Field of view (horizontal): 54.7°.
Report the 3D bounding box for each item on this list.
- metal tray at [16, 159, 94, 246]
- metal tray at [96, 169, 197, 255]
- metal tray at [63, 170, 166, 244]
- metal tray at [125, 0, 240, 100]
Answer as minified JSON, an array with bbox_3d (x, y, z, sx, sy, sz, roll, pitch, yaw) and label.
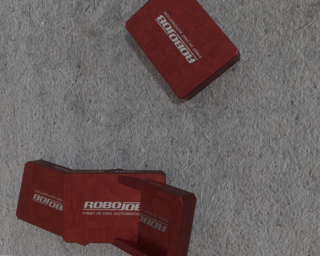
[{"bbox_3d":[-0.145,0.107,0.458,0.130,0.030,0.089,14,95,19],"label":"metal tray"},{"bbox_3d":[-0.023,0.109,0.385,0.130,0.030,0.089,12,95,37],"label":"metal tray"},{"bbox_3d":[-0.058,0.102,0.406,0.131,0.030,0.089,0,90,2],"label":"metal tray"},{"bbox_3d":[0.027,-0.112,0.397,0.090,0.030,0.130,-39,78,15],"label":"metal tray"}]
